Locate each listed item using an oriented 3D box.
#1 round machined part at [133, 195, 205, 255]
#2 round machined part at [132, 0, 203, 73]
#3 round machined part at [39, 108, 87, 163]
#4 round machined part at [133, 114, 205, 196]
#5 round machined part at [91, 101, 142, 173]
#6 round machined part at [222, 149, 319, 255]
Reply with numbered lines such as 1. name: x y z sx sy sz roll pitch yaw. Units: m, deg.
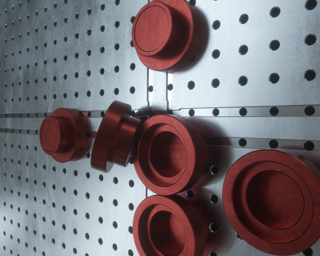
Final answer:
1. round machined part: 0.015 0.129 0.387 0.098 0.042 0.097 0 90 40
2. round machined part: 0.002 -0.122 0.398 0.098 0.042 0.097 0 90 40
3. round machined part: -0.175 0.013 0.545 0.098 0.042 0.097 0 90 40
4. round machined part: 0.015 0.032 0.387 0.098 0.042 0.097 0 90 40
5. round machined part: -0.055 0.015 0.421 0.042 0.098 0.097 18 105 2
6. round machined part: 0.115 0.068 0.304 0.098 0.042 0.097 0 90 40
